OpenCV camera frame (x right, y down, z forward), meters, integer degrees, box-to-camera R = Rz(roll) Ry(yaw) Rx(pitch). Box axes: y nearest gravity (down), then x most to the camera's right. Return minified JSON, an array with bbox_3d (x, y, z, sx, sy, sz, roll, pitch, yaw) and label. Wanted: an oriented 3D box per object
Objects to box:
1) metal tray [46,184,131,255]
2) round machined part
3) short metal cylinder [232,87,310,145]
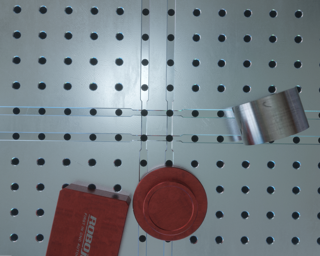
[{"bbox_3d":[-0.097,0.148,0.410,0.091,0.030,0.129,12,90,0],"label":"metal tray"},{"bbox_3d":[0.013,0.100,0.405,0.099,0.042,0.097,0,90,0],"label":"round machined part"},{"bbox_3d":[0.136,-0.014,0.387,0.080,0.080,0.050,-18,90,0],"label":"short metal cylinder"}]
